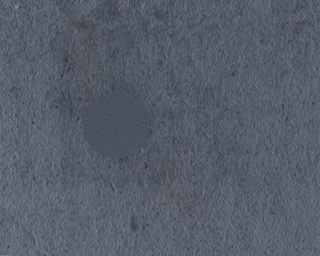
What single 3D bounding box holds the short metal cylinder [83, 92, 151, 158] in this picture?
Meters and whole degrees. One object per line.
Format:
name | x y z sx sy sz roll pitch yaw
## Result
short metal cylinder | -0.052 -0.003 0.397 0.080 0.050 0.080 0 90 0
